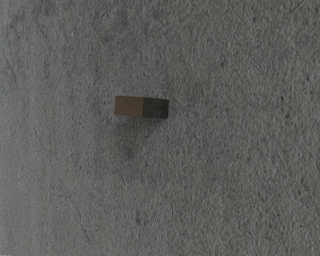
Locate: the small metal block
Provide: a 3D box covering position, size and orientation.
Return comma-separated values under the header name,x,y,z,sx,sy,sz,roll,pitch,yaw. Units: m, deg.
name,x,y,z,sx,sy,sz,roll,pitch,yaw
small metal block,-0.024,-0.027,0.407,0.050,0.050,0.025,7,95,39
